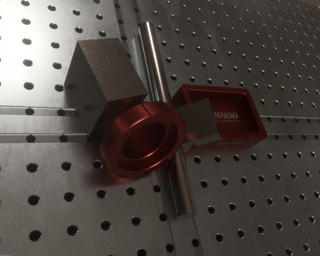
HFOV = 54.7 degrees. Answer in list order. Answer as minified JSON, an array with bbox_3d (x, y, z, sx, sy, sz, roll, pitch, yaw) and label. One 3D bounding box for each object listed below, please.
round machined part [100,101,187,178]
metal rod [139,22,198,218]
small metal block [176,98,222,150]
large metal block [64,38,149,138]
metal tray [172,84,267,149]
[{"bbox_3d":[-0.022,0.008,0.351,0.099,0.097,0.042,-11,46,-33],"label":"round machined part"},{"bbox_3d":[0.006,-0.029,0.430,0.025,0.025,0.299,3,60,-27],"label":"metal rod"},{"bbox_3d":[0.047,-0.005,0.399,0.025,0.050,0.050,46,29,-63],"label":"small metal block"},{"bbox_3d":[-0.067,-0.047,0.366,0.050,0.080,0.080,-16,70,-35],"label":"large metal block"},{"bbox_3d":[0.091,-0.018,0.466,0.131,0.030,0.090,-1,62,-29],"label":"metal tray"}]
